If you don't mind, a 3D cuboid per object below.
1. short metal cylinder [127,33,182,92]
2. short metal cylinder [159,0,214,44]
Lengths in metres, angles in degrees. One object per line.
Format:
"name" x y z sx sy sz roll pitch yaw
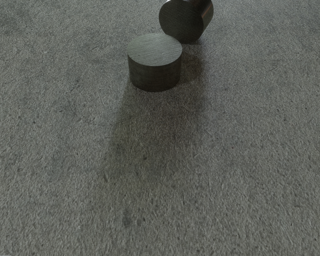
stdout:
"short metal cylinder" -0.008 -0.100 0.471 0.080 0.050 0.080 0 50 0
"short metal cylinder" 0.045 -0.193 0.529 0.080 0.080 0.050 20 53 16
